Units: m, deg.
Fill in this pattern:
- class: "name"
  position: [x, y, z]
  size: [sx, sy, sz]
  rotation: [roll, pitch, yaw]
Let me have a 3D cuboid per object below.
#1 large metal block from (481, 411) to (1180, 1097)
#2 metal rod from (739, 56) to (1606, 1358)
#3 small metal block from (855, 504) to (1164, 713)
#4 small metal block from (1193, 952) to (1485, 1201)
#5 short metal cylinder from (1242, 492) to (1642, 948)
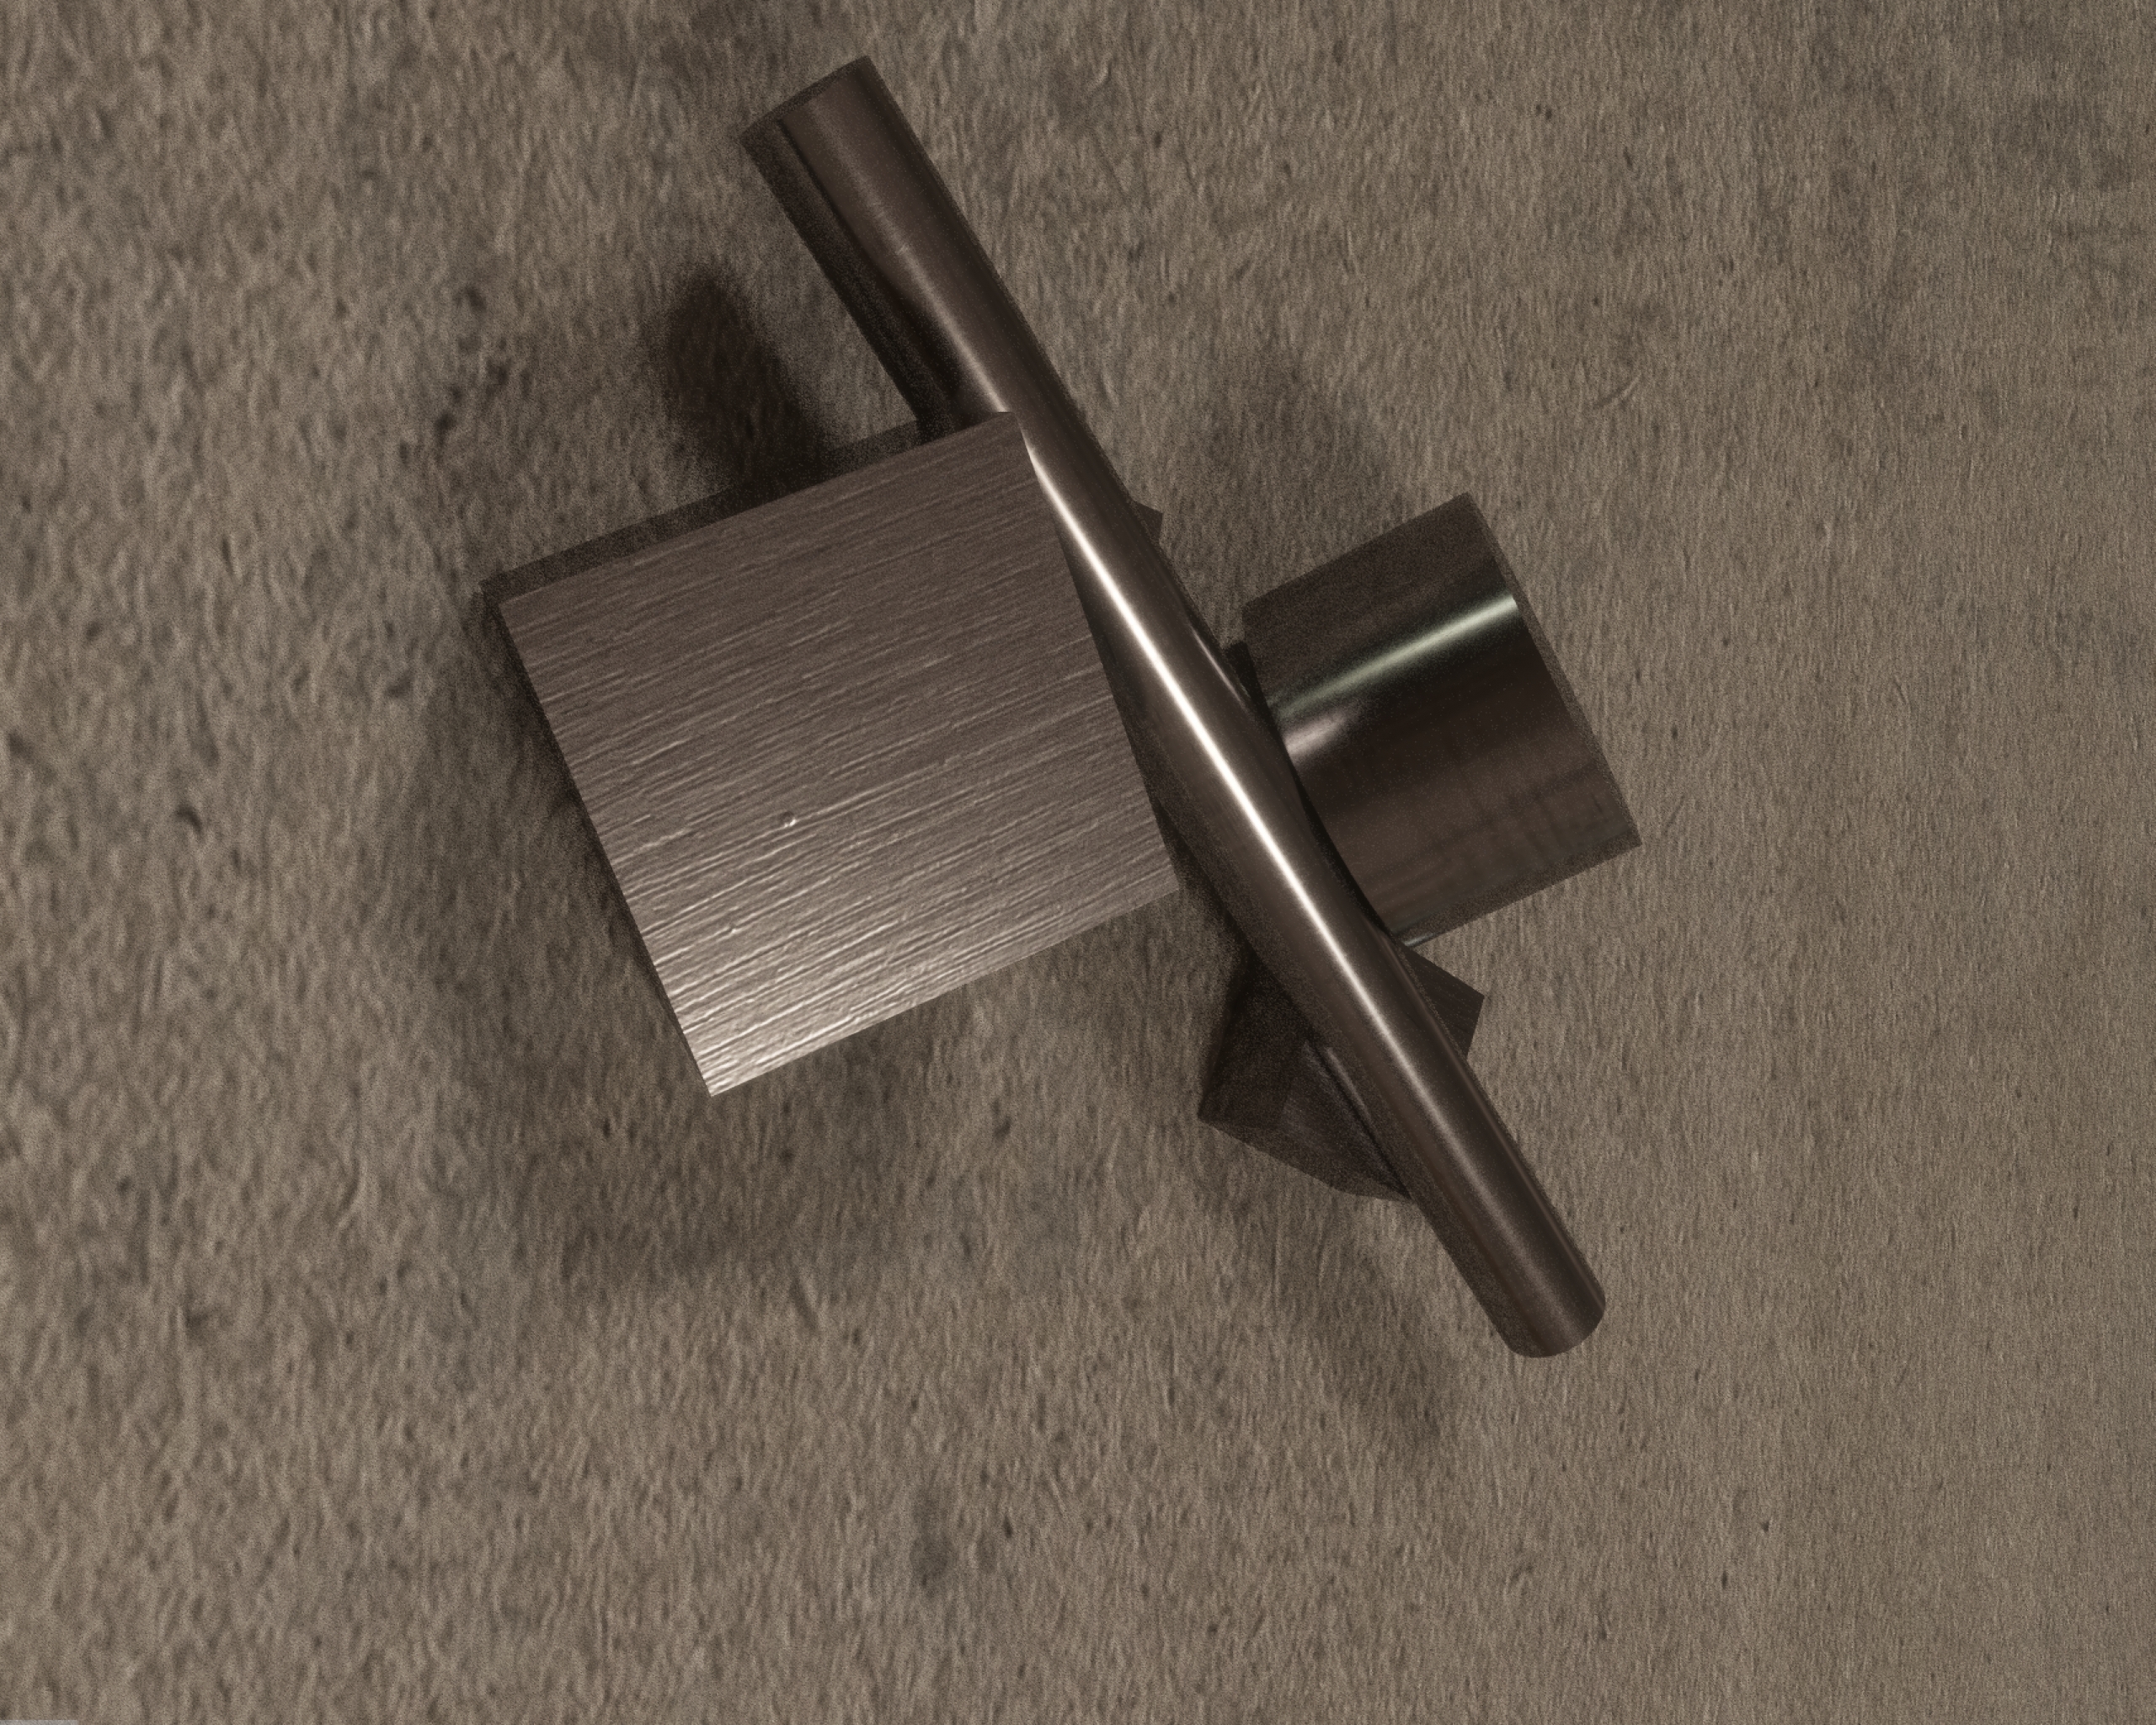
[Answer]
- class: "large metal block"
  position: [-0.040, -0.021, 0.336]
  size: [0.081, 0.050, 0.080]
  rotation: [-24, 107, -13]
- class: "metal rod"
  position: [0.031, -0.012, 0.402]
  size: [0.025, 0.025, 0.299]
  rotation: [-49, 119, -29]
- class: "small metal block"
  position: [-0.014, -0.049, 0.396]
  size: [0.050, 0.025, 0.050]
  rotation: [16, 80, -39]
- class: "small metal block"
  position: [0.058, 0.042, 0.458]
  size: [0.050, 0.025, 0.050]
  rotation: [31, 71, -36]
- class: "short metal cylinder"
  position: [0.075, -0.029, 0.429]
  size: [0.080, 0.050, 0.080]
  rotation: [56, 18, -27]
